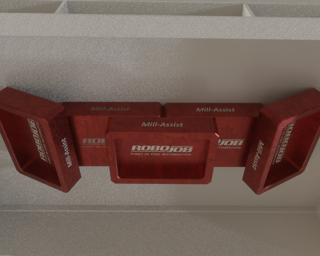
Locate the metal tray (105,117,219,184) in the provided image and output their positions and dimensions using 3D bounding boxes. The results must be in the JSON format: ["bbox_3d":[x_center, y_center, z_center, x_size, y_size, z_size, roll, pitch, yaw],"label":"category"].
[{"bbox_3d":[0.002,0.030,0.390,0.131,0.030,0.089,1,130,-1],"label":"metal tray"}]

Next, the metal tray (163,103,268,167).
[{"bbox_3d":[0.069,0.011,0.415,0.131,0.030,0.089,0,130,0],"label":"metal tray"}]

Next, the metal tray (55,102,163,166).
[{"bbox_3d":[-0.062,0.010,0.413,0.131,0.030,0.089,0,130,0],"label":"metal tray"}]

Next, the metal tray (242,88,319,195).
[{"bbox_3d":[0.160,0.020,0.397,0.091,0.030,0.129,-19,134,-21],"label":"metal tray"}]

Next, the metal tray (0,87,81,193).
[{"bbox_3d":[-0.155,0.018,0.394,0.090,0.030,0.129,17,133,19],"label":"metal tray"}]
